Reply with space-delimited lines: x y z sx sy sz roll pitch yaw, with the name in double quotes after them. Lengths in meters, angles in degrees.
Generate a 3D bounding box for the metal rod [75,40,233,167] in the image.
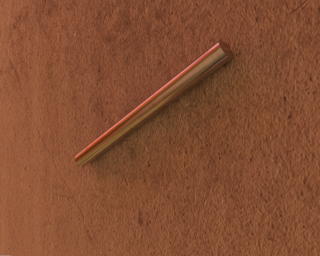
-0.028 -0.018 0.429 0.299 0.025 0.025 -35 69 34 "metal rod"
